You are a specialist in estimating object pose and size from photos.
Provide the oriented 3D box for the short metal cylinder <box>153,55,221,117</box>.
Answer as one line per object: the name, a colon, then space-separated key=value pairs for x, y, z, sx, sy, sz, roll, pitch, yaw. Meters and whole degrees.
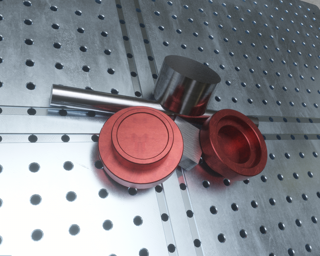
short metal cylinder: x=0.036 y=-0.059 z=0.424 sx=0.081 sy=0.050 sz=0.080 roll=17 pitch=30 yaw=-10

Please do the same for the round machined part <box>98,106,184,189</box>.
round machined part: x=-0.021 y=0.016 z=0.355 sx=0.099 sy=0.042 sz=0.098 roll=3 pitch=64 yaw=-7

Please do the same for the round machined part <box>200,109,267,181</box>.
round machined part: x=0.095 y=0.026 z=0.425 sx=0.099 sy=0.042 sz=0.098 roll=15 pitch=57 yaw=-24

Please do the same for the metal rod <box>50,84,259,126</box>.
metal rod: x=0.010 y=-0.022 z=0.423 sx=0.302 sy=0.025 sz=0.025 roll=7 pitch=59 yaw=-25

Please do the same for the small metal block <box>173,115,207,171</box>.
small metal block: x=0.030 y=0.020 z=0.407 sx=0.050 sy=0.025 sz=0.050 roll=32 pitch=52 yaw=-8
